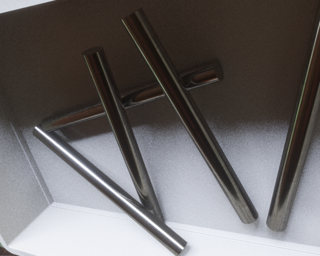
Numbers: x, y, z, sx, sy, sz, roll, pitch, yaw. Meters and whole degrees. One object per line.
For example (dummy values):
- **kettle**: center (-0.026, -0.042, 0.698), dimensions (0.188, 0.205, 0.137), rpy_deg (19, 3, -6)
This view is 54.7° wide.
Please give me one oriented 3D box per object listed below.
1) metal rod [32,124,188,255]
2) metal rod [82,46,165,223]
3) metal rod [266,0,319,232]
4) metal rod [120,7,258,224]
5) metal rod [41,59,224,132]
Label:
- **metal rod**: center (-0.085, 0.088, 0.481), dimensions (0.300, 0.025, 0.025), rpy_deg (36, 129, 14)
- **metal rod**: center (-0.040, 0.034, 0.428), dimensions (0.025, 0.025, 0.298), rpy_deg (2, 127, 27)
- **metal rod**: center (0.150, -0.001, 0.328), dimensions (0.025, 0.025, 0.298), rpy_deg (13, 124, 21)
- **metal rod**: center (0.046, 0.004, 0.362), dimensions (0.025, 0.025, 0.299), rpy_deg (-16, 118, 34)
- **metal rod**: center (-0.058, -0.034, 0.418), dimensions (0.300, 0.025, 0.025), rpy_deg (-13, 112, 33)
